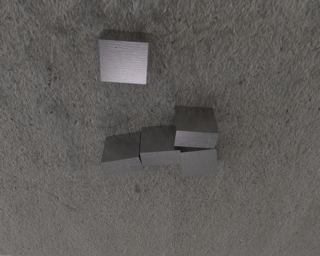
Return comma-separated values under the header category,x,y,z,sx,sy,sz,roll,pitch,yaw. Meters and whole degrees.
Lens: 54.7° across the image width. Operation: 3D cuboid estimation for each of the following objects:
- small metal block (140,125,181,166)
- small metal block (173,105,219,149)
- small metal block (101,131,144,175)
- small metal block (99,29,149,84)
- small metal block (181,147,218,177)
category,x,y,z,sx,sy,sz,roll,pitch,yaw
small metal block,0.001,0.022,0.410,0.050,0.050,0.025,-4,130,3
small metal block,0.043,-0.002,0.389,0.050,0.050,0.025,4,130,-4
small metal block,-0.048,0.034,0.419,0.050,0.050,0.025,-9,130,8
small metal block,-0.039,-0.078,0.341,0.050,0.025,0.050,3,130,-3
small metal block,0.055,0.041,0.443,0.050,0.025,0.050,-7,130,5
